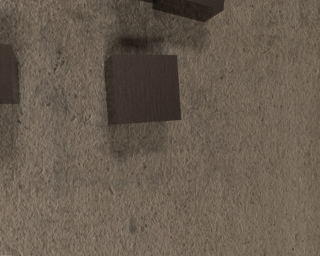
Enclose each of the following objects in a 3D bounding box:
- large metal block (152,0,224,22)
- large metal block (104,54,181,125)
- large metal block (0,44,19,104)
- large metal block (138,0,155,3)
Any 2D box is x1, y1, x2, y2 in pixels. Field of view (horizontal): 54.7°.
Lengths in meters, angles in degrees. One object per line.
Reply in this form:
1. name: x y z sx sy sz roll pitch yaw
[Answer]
1. large metal block: 0.040 -0.196 0.411 0.081 0.050 0.080 6 88 -20
2. large metal block: -0.023 -0.047 0.388 0.081 0.050 0.079 -4 92 -20
3. large metal block: -0.189 -0.051 0.310 0.081 0.080 0.050 -2 91 -20
4. large metal block: -0.018 -0.210 0.374 0.050 0.080 0.079 4 89 -20
